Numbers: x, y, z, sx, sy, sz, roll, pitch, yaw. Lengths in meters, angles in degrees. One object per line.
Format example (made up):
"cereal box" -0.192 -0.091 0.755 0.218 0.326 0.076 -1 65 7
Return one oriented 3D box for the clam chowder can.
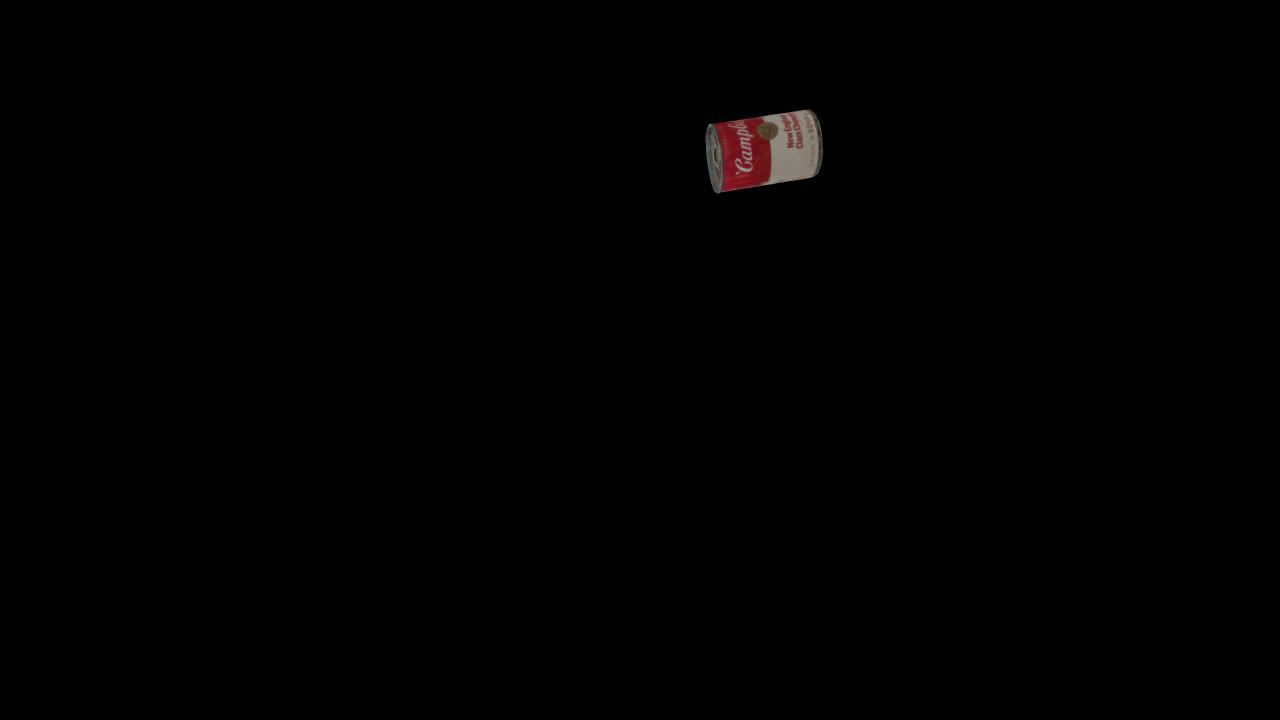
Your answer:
"clam chowder can" 0.123 -0.209 0.618 0.102 0.068 0.068 -9 0 -2
